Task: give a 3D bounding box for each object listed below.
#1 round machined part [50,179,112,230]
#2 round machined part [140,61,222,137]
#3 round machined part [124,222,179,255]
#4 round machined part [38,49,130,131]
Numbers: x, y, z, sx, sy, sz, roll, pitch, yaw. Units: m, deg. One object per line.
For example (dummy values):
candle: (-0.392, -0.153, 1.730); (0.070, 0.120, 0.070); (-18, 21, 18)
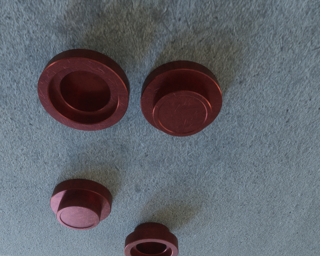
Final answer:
round machined part: (-0.129, 0.130, 0.506); (0.099, 0.042, 0.097); (0, 130, 0)
round machined part: (0.026, -0.028, 0.373); (0.099, 0.042, 0.097); (0, 130, 0)
round machined part: (-0.015, 0.212, 0.576); (0.099, 0.042, 0.097); (0, 130, 0)
round machined part: (-0.084, -0.046, 0.355); (0.099, 0.042, 0.097); (0, 130, 0)
